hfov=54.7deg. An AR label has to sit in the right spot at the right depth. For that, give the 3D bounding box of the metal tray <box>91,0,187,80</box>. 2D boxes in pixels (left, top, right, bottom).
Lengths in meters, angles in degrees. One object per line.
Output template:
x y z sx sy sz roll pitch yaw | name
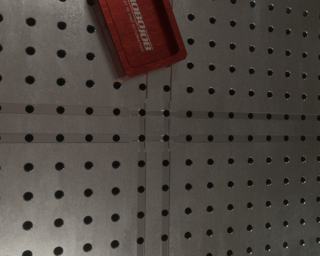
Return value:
-0.028 -0.137 0.399 0.091 0.030 0.129 -22 98 -19 | metal tray
